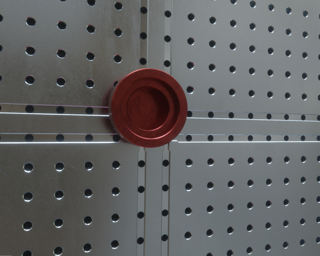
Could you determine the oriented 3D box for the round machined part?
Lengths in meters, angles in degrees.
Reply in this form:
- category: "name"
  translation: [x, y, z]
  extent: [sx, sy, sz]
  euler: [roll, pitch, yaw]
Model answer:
- category: "round machined part"
  translation: [-0.018, -0.025, 0.398]
  extent: [0.099, 0.042, 0.097]
  euler: [0, 90, -21]
